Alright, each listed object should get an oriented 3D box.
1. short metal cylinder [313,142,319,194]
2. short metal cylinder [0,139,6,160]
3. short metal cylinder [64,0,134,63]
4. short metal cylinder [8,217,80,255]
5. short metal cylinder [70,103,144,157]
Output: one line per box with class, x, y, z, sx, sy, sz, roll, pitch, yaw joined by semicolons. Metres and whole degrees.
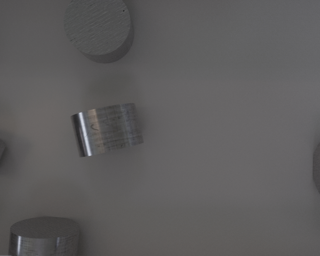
short metal cylinder;0.235;0.053;0.386;0.050;0.080;0.080;1;90;0
short metal cylinder;-0.242;0.032;0.382;0.080;0.080;0.050;22;90;0
short metal cylinder;-0.076;-0.128;0.398;0.081;0.050;0.080;0;90;0
short metal cylinder;-0.143;0.147;0.383;0.080;0.080;0.050;5;90;0
short metal cylinder;-0.065;0.002;0.383;0.080;0.080;0.050;-13;90;0
